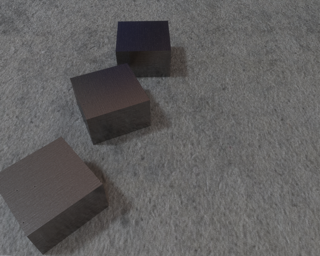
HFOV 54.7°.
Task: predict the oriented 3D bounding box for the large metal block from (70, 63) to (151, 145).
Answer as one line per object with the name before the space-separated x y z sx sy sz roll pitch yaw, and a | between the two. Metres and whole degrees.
large metal block | -0.066 -0.034 0.415 0.081 0.050 0.080 -19 53 -16

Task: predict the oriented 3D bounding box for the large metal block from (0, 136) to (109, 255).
large metal block | -0.114 0.068 0.328 0.080 0.050 0.080 -34 58 -25

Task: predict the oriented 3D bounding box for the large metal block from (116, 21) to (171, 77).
large metal block | -0.026 -0.126 0.493 0.081 0.050 0.080 -2 50 -2
